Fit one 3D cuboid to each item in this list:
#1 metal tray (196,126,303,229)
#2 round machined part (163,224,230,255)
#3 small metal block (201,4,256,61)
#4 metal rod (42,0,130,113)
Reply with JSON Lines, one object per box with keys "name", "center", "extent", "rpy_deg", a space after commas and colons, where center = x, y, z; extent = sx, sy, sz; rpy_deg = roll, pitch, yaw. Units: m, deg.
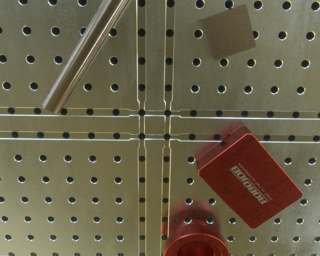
{"name": "metal tray", "center": [0.126, 0.072, 0.439], "extent": [0.090, 0.030, 0.130], "rpy_deg": [-40, 106, 13]}
{"name": "round machined part", "center": [0.053, 0.188, 0.474], "extent": [0.099, 0.042, 0.097], "rpy_deg": [0, 110, -1]}
{"name": "small metal block", "center": [0.082, -0.115, 0.372], "extent": [0.050, 0.025, 0.050], "rpy_deg": [-18, 109, 6]}
{"name": "metal rod", "center": [-0.055, -0.141, 0.360], "extent": [0.025, 0.025, 0.299], "rpy_deg": [33, 106, -12]}
